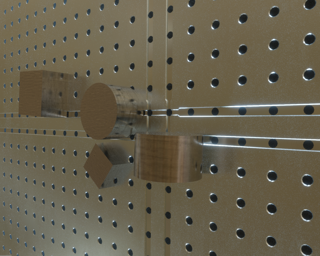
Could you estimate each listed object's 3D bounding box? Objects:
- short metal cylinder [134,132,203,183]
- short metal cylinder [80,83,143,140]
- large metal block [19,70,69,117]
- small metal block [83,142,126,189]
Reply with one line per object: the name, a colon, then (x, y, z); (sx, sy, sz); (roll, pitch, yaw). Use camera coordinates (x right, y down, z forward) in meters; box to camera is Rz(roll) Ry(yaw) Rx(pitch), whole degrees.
short metal cylinder: (0.010, 0.031, 0.365); (0.080, 0.081, 0.050); (4, 93, 40)
short metal cylinder: (-0.071, -0.024, 0.452); (0.080, 0.050, 0.079); (0, 90, 40)
large metal block: (-0.216, -0.062, 0.571); (0.080, 0.050, 0.079); (6, 94, 40)
small metal block: (-0.087, 0.058, 0.482); (0.050, 0.025, 0.050); (46, 117, 30)
